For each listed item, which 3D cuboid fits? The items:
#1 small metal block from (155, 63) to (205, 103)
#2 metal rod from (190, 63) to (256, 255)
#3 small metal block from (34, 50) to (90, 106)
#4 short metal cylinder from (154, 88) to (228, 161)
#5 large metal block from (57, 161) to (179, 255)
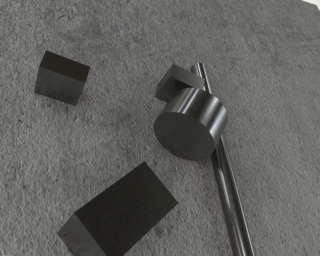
[{"bbox_3d":[0.027,-0.057,0.439,0.050,0.050,0.025,24,53,-15],"label":"small metal block"},{"bbox_3d":[0.082,0.035,0.428,0.025,0.025,0.299,6,59,-26],"label":"metal rod"},{"bbox_3d":[-0.115,-0.056,0.361,0.050,0.050,0.025,19,55,-18],"label":"small metal block"},{"bbox_3d":[0.039,-0.004,0.394,0.080,0.080,0.050,37,51,-4],"label":"short metal cylinder"},{"bbox_3d":[-0.042,0.086,0.294,0.081,0.080,0.050,-34,81,-38],"label":"large metal block"}]
